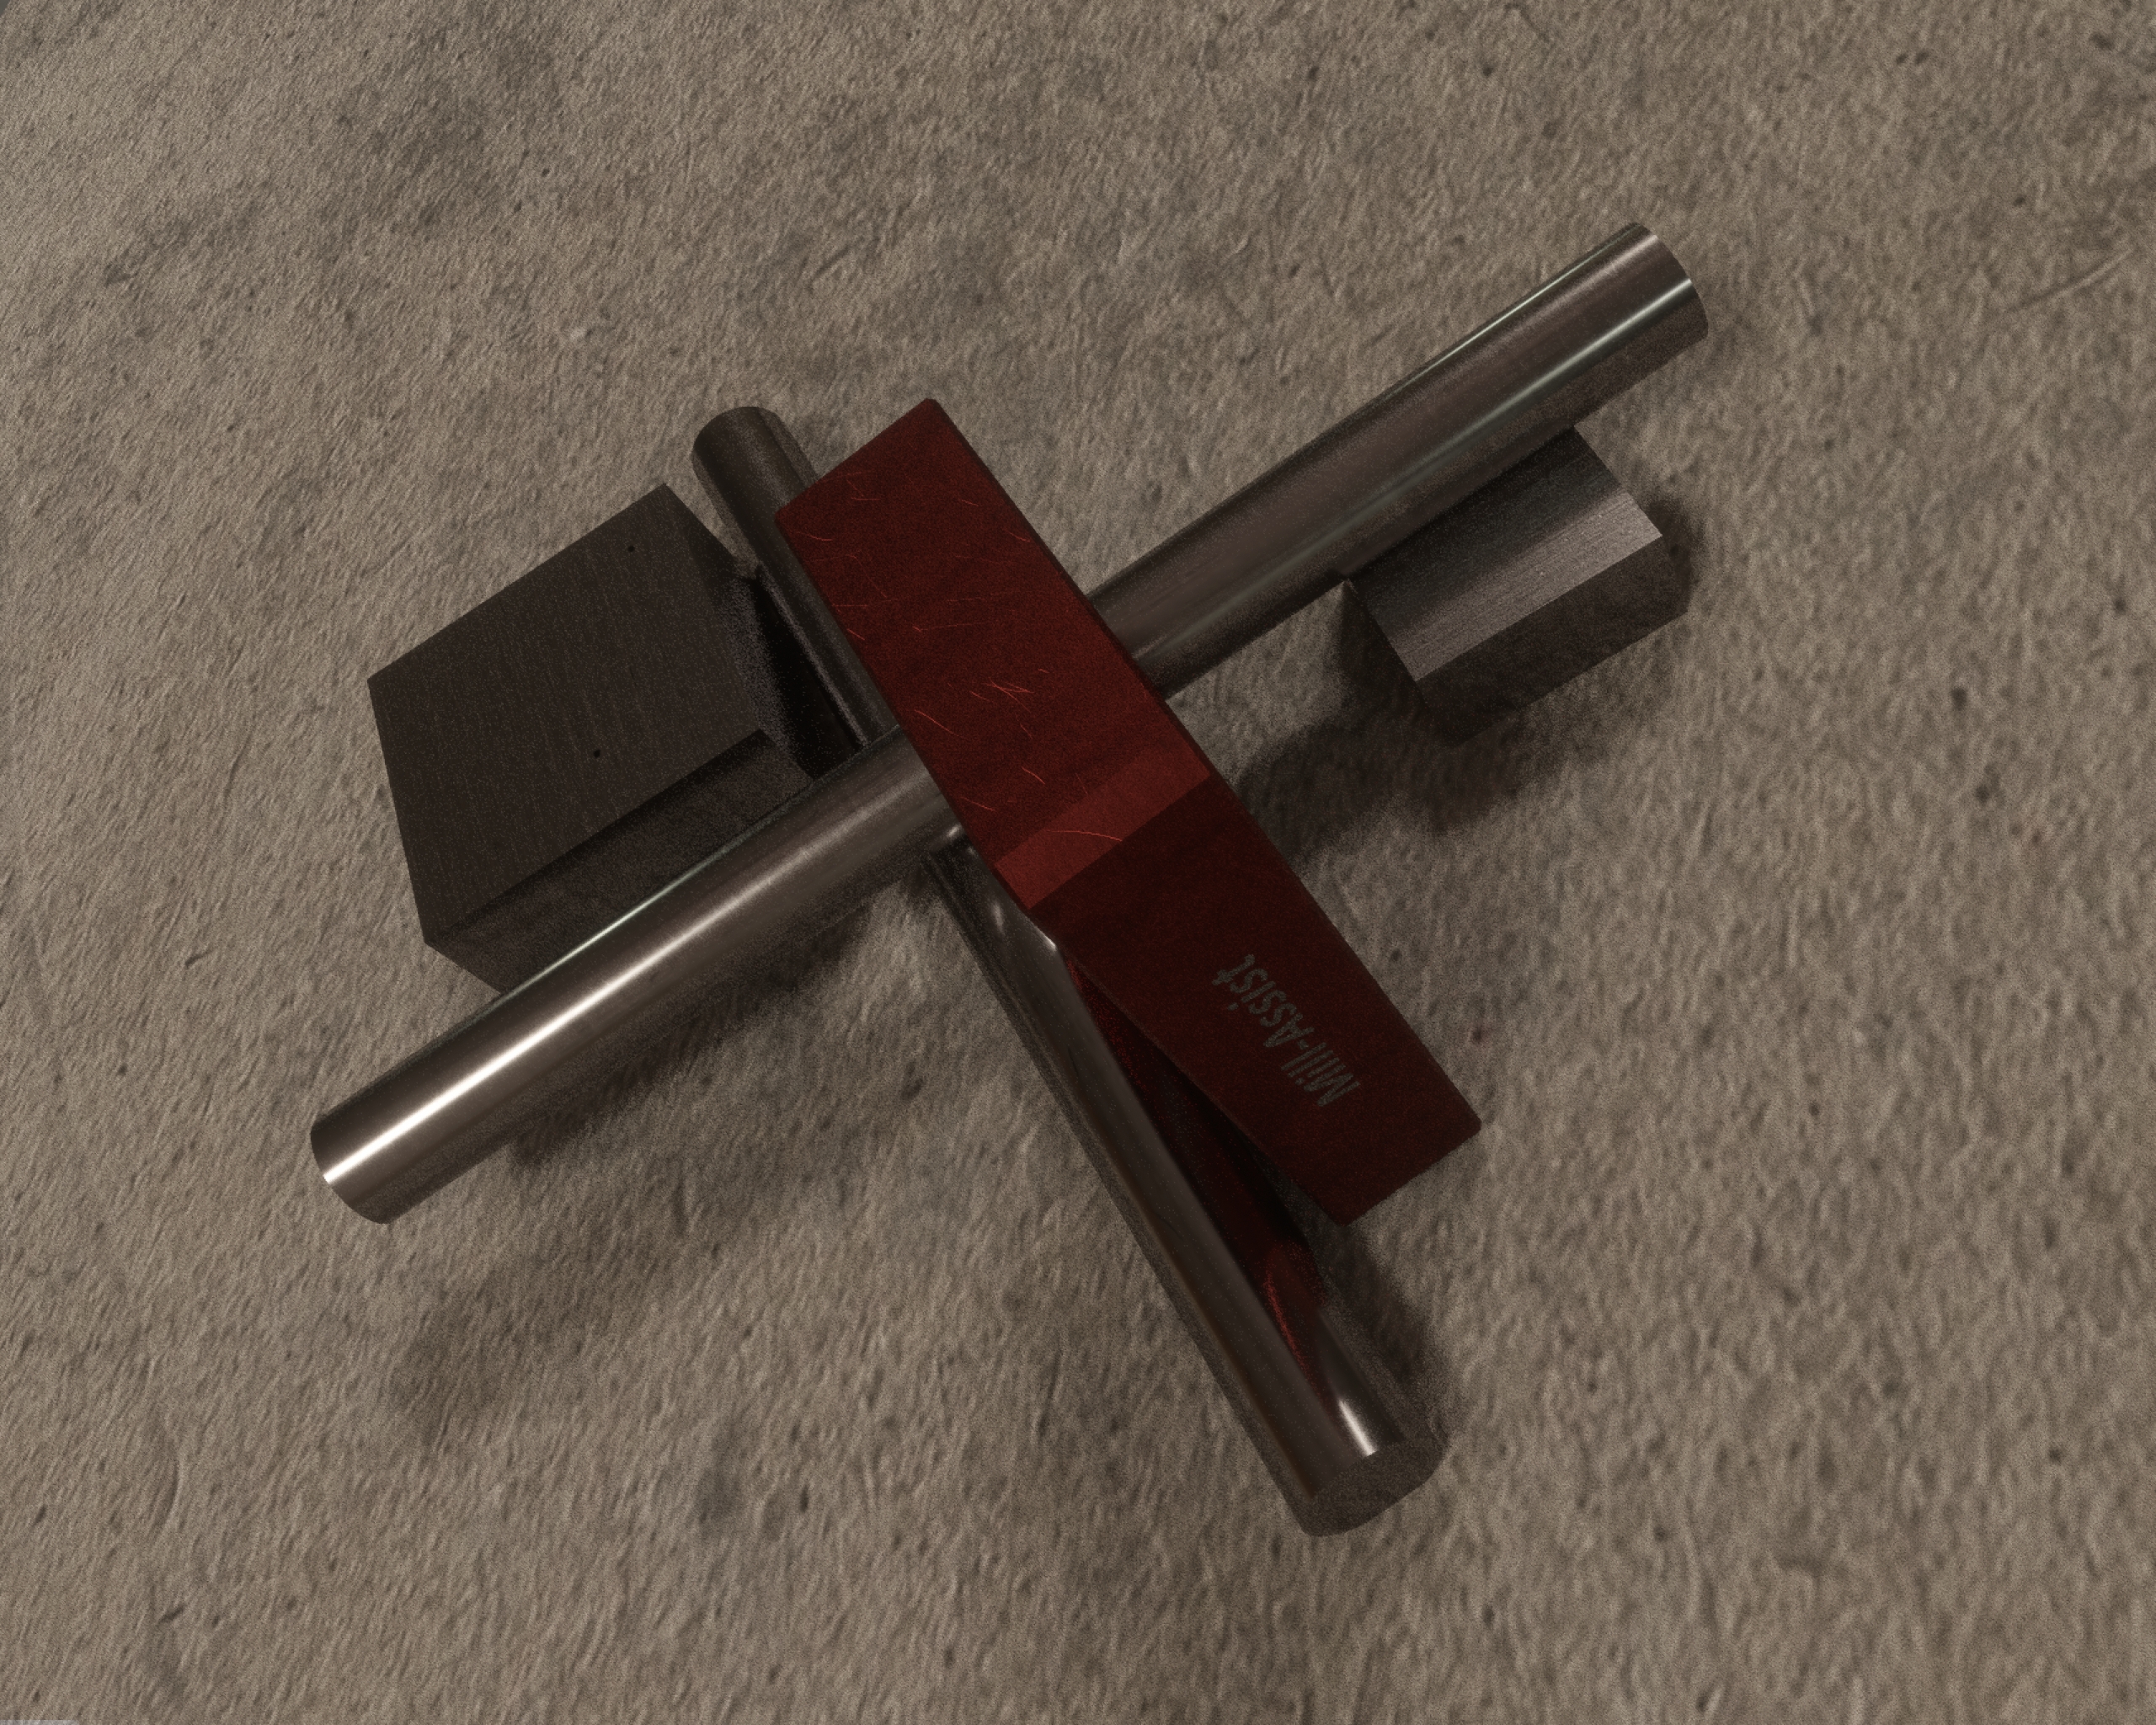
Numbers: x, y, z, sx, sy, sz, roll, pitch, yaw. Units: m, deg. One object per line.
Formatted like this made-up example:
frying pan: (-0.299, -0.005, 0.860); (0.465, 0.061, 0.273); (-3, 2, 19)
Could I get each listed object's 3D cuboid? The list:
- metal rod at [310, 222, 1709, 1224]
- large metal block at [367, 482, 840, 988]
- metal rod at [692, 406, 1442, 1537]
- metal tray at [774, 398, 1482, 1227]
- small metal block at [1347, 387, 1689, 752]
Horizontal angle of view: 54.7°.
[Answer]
metal rod: (-0.017, -0.023, 0.394); (0.300, 0.025, 0.025); (-34, 52, 5)
large metal block: (-0.099, -0.022, 0.451); (0.080, 0.050, 0.080); (-32, 52, 7)
metal rod: (-0.018, -0.002, 0.415); (0.025, 0.025, 0.300); (-36, 51, 4)
metal tray: (0.011, -0.004, 0.332); (0.030, 0.130, 0.090); (-37, 51, 4)
small metal block: (0.079, -0.057, 0.398); (0.050, 0.025, 0.050); (-31, 52, 8)
